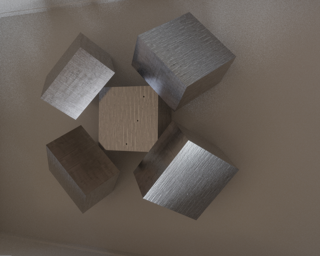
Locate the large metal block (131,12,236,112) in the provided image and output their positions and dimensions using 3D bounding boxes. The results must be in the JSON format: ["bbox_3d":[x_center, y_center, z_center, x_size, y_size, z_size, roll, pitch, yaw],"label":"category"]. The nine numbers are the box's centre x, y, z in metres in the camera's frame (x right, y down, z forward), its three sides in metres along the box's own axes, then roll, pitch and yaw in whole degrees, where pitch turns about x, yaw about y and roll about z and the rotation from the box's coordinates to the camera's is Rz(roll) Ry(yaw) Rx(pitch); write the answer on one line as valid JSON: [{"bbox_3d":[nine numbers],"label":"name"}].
[{"bbox_3d":[0.026,-0.079,0.364,0.080,0.050,0.080,-34,74,-28],"label":"large metal block"}]

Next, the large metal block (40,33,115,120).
[{"bbox_3d":[-0.108,-0.071,0.409,0.050,0.080,0.080,35,105,-28],"label":"large metal block"}]

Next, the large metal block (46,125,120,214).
[{"bbox_3d":[-0.103,0.056,0.410,0.080,0.050,0.080,48,149,13],"label":"large metal block"}]

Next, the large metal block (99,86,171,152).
[{"bbox_3d":[-0.032,-0.012,0.406,0.080,0.050,0.080,1,90,20],"label":"large metal block"}]

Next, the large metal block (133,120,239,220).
[{"bbox_3d":[0.029,0.050,0.362,0.080,0.050,0.080,30,103,-29],"label":"large metal block"}]
